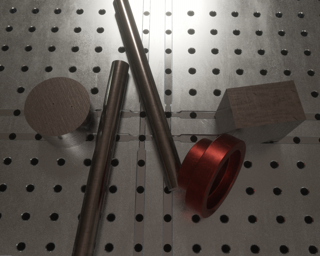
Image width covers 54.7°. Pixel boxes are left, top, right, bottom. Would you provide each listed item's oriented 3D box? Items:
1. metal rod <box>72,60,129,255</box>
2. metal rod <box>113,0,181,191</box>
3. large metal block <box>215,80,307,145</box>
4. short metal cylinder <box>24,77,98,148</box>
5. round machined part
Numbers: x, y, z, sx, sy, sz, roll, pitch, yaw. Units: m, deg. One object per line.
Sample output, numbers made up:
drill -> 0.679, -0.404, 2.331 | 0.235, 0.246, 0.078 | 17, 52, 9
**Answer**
metal rod -> -0.075, 0.049, 0.392 | 0.025, 0.025, 0.299 | 7, 70, 2
metal rod -> -0.019, -0.061, 0.433 | 0.025, 0.025, 0.299 | -15, 71, -6
large metal block -> 0.120, -0.014, 0.389 | 0.081, 0.080, 0.050 | -8, 70, -3
short metal cylinder -> -0.126, -0.019, 0.404 | 0.081, 0.050, 0.080 | 0, 70, 0
round machined part -> 0.057, 0.050, 0.359 | 0.042, 0.098, 0.098 | 27, 71, 29
